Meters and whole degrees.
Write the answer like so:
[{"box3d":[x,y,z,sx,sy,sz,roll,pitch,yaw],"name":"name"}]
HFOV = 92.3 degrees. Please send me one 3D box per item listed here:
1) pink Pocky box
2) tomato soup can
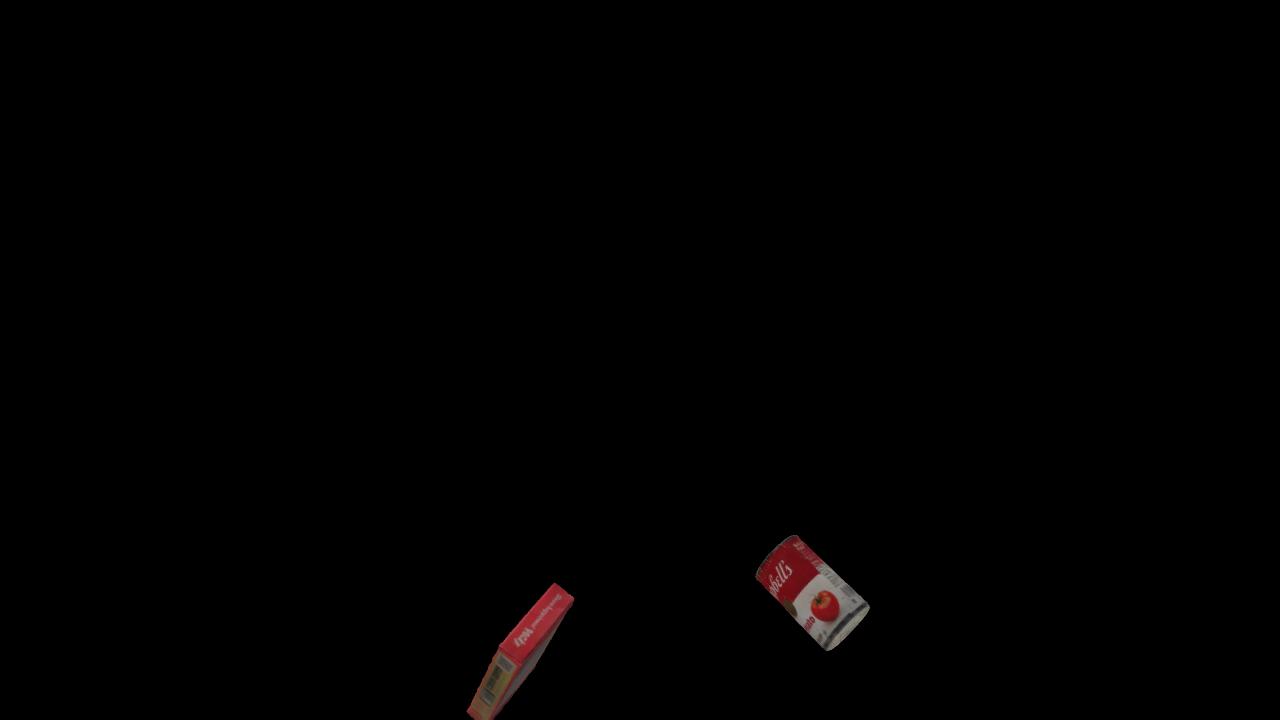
[{"box3d":[-0.119,0.292,0.605,0.029,0.155,0.084,35,38,12],"name":"pink Pocky box"},{"box3d":[0.183,0.247,0.656,0.068,0.068,0.101,0,34,-47],"name":"tomato soup can"}]
